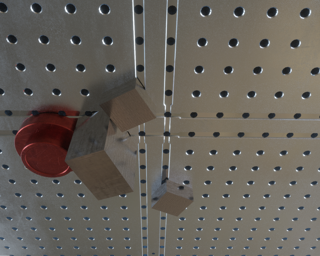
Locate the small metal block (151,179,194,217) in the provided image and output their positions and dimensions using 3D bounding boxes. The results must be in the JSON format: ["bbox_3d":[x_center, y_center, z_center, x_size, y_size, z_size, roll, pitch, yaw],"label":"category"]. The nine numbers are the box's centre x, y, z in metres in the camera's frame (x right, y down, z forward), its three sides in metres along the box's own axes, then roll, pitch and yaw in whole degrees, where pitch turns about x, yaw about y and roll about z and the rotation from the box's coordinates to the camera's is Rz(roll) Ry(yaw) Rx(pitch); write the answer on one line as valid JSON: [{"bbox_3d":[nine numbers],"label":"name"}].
[{"bbox_3d":[0.020,0.116,0.511,0.050,0.025,0.050,23,126,-19],"label":"small metal block"}]

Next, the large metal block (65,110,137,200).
[{"bbox_3d":[-0.071,0.033,0.403,0.050,0.080,0.080,-17,128,13],"label":"large metal block"}]

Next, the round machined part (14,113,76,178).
[{"bbox_3d":[-0.148,0.031,0.424,0.099,0.042,0.097,-1,130,0],"label":"round machined part"}]

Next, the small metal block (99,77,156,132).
[{"bbox_3d":[-0.039,-0.028,0.387,0.050,0.025,0.050,-23,127,17],"label":"small metal block"}]
